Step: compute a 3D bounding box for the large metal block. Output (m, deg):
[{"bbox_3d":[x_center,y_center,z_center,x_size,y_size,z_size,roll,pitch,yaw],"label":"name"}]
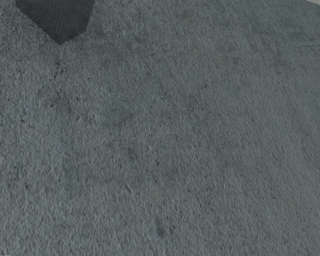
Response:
[{"bbox_3d":[-0.134,-0.170,0.400,0.080,0.080,0.050,42,51,0],"label":"large metal block"}]
